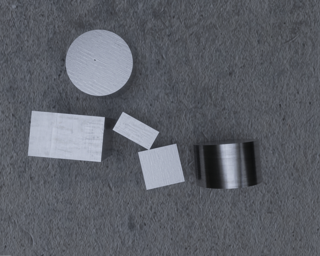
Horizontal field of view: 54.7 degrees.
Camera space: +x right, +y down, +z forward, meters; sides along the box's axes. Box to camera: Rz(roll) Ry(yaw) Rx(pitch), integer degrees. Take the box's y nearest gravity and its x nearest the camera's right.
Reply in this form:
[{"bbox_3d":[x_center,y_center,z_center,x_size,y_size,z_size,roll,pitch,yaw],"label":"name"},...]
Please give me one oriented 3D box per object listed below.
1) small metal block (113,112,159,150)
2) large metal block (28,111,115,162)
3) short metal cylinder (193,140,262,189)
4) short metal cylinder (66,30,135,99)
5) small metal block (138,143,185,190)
[{"bbox_3d":[-0.029,0.003,0.397,0.050,0.050,0.025,29,90,-1],"label":"small metal block"},{"bbox_3d":[-0.103,0.009,0.381,0.081,0.080,0.050,5,90,-1],"label":"large metal block"},{"bbox_3d":[0.083,0.042,0.384,0.081,0.080,0.050,-5,90,-1],"label":"short metal cylinder"},{"bbox_3d":[-0.073,-0.079,0.396,0.081,0.050,0.079,0,90,-1],"label":"short metal cylinder"},{"bbox_3d":[0.002,0.050,0.410,0.050,0.025,0.050,-13,90,-1],"label":"small metal block"}]
